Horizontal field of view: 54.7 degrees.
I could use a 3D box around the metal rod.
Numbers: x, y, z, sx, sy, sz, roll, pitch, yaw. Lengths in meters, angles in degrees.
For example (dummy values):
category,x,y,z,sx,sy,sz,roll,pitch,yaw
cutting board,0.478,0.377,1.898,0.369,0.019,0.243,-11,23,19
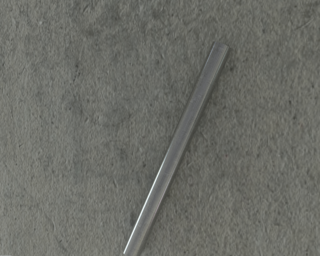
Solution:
category,x,y,z,sx,sy,sz,roll,pitch,yaw
metal rod,0.019,0.035,0.401,0.025,0.025,0.298,25,98,18
